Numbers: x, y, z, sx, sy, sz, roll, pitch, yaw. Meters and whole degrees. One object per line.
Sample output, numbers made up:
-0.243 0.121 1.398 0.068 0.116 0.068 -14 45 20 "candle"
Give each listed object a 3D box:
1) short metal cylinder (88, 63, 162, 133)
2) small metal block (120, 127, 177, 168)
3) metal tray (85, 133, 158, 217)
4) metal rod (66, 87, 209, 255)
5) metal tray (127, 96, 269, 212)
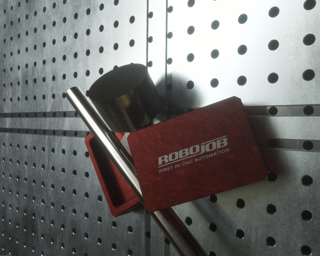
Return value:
-0.044 -0.039 0.397 0.080 0.080 0.050 11 139 39 "short metal cylinder"
-0.014 0.024 0.399 0.050 0.050 0.025 48 119 29 "small metal block"
-0.054 0.049 0.445 0.090 0.030 0.130 -39 67 33 "metal tray"
-0.045 0.045 0.402 0.300 0.025 0.025 49 119 28 "metal rod"
0.038 0.030 0.336 0.130 0.030 0.090 -19 77 13 "metal tray"
